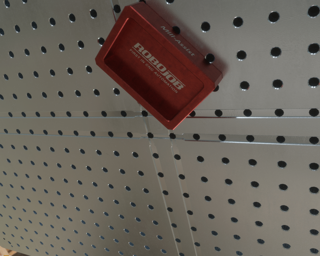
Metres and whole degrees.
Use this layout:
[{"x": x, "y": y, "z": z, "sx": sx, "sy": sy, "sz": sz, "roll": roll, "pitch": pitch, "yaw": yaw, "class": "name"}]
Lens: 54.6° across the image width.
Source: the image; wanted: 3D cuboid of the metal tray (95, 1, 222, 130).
[{"x": -0.004, "y": -0.070, "z": 0.367, "sx": 0.130, "sy": 0.030, "sz": 0.090, "roll": 42, "pitch": 129, "yaw": -1, "class": "metal tray"}]
